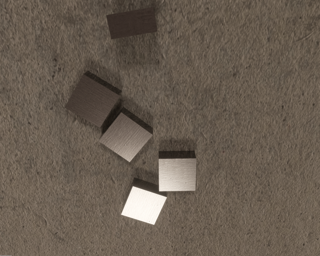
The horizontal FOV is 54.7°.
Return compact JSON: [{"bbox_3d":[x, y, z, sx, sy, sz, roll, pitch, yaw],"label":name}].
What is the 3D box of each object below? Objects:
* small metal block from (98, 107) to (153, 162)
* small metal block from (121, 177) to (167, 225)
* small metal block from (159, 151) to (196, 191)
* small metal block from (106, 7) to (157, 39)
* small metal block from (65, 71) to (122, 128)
[{"bbox_3d":[-0.045,0.009,0.412,0.050,0.025,0.050,37,106,-13],"label":"small metal block"},{"bbox_3d":[-0.023,0.106,0.449,0.050,0.025,0.050,20,109,-8],"label":"small metal block"},{"bbox_3d":[0.024,0.060,0.432,0.050,0.025,0.050,-1,110,0],"label":"small metal block"},{"bbox_3d":[-0.030,-0.120,0.352,0.050,0.050,0.025,-9,110,3],"label":"small metal block"},{"bbox_3d":[-0.084,-0.037,0.395,0.050,0.025,0.050,31,107,-11],"label":"small metal block"}]
